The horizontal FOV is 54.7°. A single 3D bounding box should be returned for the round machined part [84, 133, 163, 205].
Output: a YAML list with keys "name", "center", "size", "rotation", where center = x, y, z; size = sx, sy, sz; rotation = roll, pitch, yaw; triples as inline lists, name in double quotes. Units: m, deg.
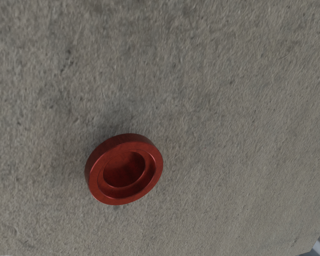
- name: "round machined part"
  center: [-0.049, 0.048, 0.401]
  size: [0.099, 0.042, 0.097]
  rotation: [-14, 125, -21]
